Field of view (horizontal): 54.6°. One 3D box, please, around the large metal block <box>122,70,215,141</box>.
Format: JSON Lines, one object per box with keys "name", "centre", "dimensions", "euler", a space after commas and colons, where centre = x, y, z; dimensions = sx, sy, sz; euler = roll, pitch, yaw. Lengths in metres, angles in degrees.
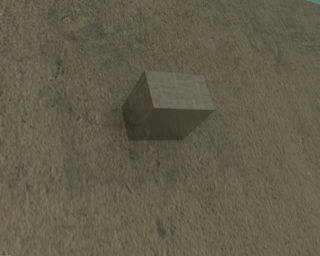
{"name": "large metal block", "centre": [0.007, -0.024, 0.387], "dimensions": [0.081, 0.080, 0.050], "euler": [0, 62, -28]}
